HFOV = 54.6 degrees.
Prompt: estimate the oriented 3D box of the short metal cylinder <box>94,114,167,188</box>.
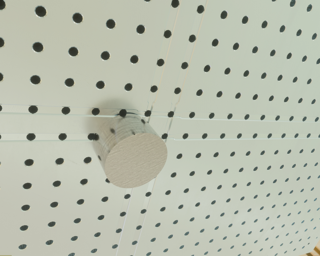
[{"bbox_3d":[-0.038,0.029,0.392,0.081,0.050,0.080,-14,124,-21],"label":"short metal cylinder"}]
